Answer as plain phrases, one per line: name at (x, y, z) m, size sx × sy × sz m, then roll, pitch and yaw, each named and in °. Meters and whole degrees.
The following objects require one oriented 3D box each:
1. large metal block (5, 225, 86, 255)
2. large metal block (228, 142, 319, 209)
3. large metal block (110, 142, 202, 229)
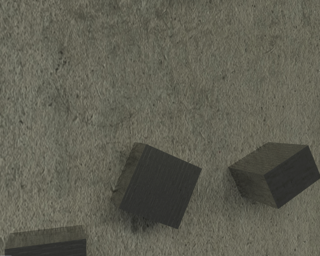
large metal block at (-0.127, 0.161, 0.349) m, size 0.081 × 0.050 × 0.079 m, roll -1°, pitch 90°, yaw -20°
large metal block at (0.159, 0.062, 0.439) m, size 0.081 × 0.080 × 0.050 m, roll -28°, pitch 100°, yaw -18°
large metal block at (-0.006, 0.071, 0.394) m, size 0.080 × 0.050 × 0.080 m, roll 25°, pitch 82°, yaw -18°
